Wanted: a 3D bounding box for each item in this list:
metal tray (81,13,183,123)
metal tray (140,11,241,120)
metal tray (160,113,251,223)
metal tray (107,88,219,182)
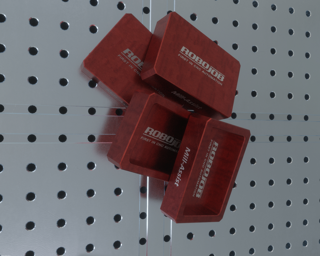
[{"bbox_3d":[-0.023,-0.069,0.401,0.130,0.030,0.090,41,77,-16],"label":"metal tray"},{"bbox_3d":[0.045,-0.075,0.401,0.131,0.030,0.090,27,66,-30],"label":"metal tray"},{"bbox_3d":[0.060,0.054,0.394,0.091,0.030,0.129,14,95,-41],"label":"metal tray"},{"bbox_3d":[0.009,0.018,0.382,0.131,0.030,0.090,24,89,-41],"label":"metal tray"}]
